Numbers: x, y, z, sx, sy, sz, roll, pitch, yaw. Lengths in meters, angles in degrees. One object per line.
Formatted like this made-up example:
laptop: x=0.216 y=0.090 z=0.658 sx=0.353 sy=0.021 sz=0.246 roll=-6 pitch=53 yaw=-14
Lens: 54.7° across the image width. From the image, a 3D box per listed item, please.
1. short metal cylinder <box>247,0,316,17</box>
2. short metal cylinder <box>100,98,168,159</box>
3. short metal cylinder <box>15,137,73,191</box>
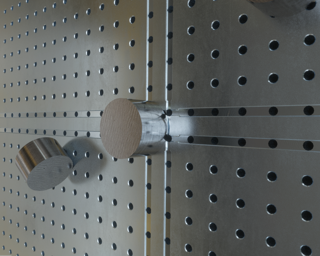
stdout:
short metal cylinder: x=0.115 y=-0.154 z=0.298 sx=0.080 sy=0.050 sz=0.079 roll=0 pitch=90 yaw=40
short metal cylinder: x=-0.036 y=0.001 z=0.423 sx=0.080 sy=0.050 sz=0.079 roll=0 pitch=90 yaw=40
short metal cylinder: x=-0.201 y=0.063 z=0.540 sx=0.050 sy=0.081 sz=0.080 roll=44 pitch=116 yaw=31
